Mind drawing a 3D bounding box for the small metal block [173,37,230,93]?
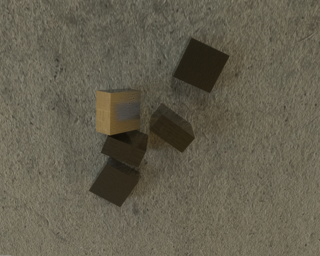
[{"bbox_3d":[0.049,-0.078,0.381,0.050,0.025,0.050,23,108,-9],"label":"small metal block"}]

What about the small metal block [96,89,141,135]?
[{"bbox_3d":[-0.051,-0.022,0.383,0.025,0.050,0.050,14,107,37],"label":"small metal block"}]

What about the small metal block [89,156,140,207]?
[{"bbox_3d":[-0.064,0.076,0.437,0.050,0.025,0.050,31,107,-11],"label":"small metal block"}]

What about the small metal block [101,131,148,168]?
[{"bbox_3d":[-0.045,0.020,0.403,0.050,0.050,0.025,23,111,-8],"label":"small metal block"}]

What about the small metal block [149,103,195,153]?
[{"bbox_3d":[0.015,-0.001,0.396,0.050,0.050,0.025,36,106,-12],"label":"small metal block"}]
